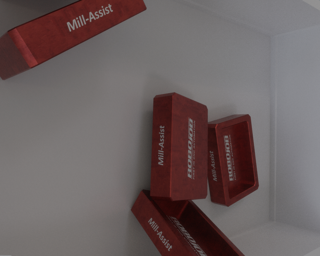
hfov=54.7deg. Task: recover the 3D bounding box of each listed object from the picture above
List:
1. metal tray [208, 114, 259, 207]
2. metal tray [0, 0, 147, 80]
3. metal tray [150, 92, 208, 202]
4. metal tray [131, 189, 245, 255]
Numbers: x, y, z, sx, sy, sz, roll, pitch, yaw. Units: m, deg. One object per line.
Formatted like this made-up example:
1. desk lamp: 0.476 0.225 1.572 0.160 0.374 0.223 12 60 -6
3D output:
1. metal tray: 0.115 0.049 0.499 0.091 0.030 0.129 -15 100 -39
2. metal tray: -0.086 -0.092 0.291 0.131 0.090 0.030 -40 115 -32
3. metal tray: 0.028 0.027 0.405 0.090 0.030 0.129 14 75 -53
4. metal tray: 0.033 0.127 0.366 0.091 0.130 0.030 19 103 -38
